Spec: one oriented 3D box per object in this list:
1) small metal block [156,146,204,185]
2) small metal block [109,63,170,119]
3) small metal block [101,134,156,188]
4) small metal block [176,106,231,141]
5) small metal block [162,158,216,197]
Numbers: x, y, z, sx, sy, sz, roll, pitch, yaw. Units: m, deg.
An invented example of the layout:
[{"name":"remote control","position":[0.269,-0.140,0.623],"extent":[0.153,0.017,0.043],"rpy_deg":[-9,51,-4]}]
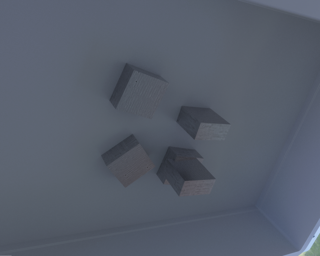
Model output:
[{"name":"small metal block","position":[0.030,0.058,0.463],"extent":[0.050,0.025,0.050],"rpy_deg":[10,114,-33]},{"name":"small metal block","position":[-0.025,-0.043,0.370],"extent":[0.050,0.025,0.050],"rpy_deg":[15,110,-35]},{"name":"small metal block","position":[-0.042,0.044,0.415],"extent":[0.050,0.025,0.050],"rpy_deg":[-35,129,-6]},{"name":"small metal block","position":[0.059,-0.007,0.422],"extent":[0.050,0.050,0.025],"rpy_deg":[3,117,-30]},{"name":"small metal block","position":[0.039,0.066,0.425],"extent":[0.050,0.050,0.025],"rpy_deg":[3,117,-30]}]
